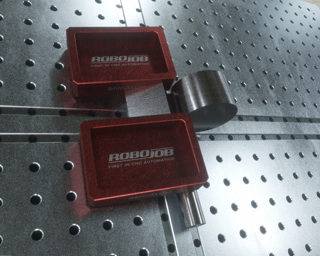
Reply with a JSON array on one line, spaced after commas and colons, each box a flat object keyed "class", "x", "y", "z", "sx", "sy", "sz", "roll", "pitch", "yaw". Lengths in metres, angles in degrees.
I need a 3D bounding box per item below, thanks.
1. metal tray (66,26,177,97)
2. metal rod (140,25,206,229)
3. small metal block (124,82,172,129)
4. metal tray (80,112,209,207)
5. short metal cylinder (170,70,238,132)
[{"class": "metal tray", "x": -0.052, "y": -0.090, "z": 0.410, "sx": 0.131, "sy": 0.030, "sz": 0.090, "roll": -6, "pitch": 64, "yaw": -17}, {"class": "metal rod", "x": 0.008, "y": -0.019, "z": 0.419, "sx": 0.025, "sy": 0.025, "sz": 0.299, "roll": 0, "pitch": 62, "yaw": -28}, {"class": "small metal block", "x": -0.015, "y": -0.026, "z": 0.398, "sx": 0.050, "sy": 0.025, "sz": 0.050, "roll": -13, "pitch": 65, "yaw": 0}, {"class": "metal tray", "x": -0.020, "y": 0.032, "z": 0.352, "sx": 0.131, "sy": 0.030, "sz": 0.090, "roll": -6, "pitch": 64, "yaw": -17}, {"class": "short metal cylinder", "x": 0.058, "y": -0.034, "z": 0.421, "sx": 0.081, "sy": 0.080, "sz": 0.050, "roll": 0, "pitch": 62, "yaw": -28}]
